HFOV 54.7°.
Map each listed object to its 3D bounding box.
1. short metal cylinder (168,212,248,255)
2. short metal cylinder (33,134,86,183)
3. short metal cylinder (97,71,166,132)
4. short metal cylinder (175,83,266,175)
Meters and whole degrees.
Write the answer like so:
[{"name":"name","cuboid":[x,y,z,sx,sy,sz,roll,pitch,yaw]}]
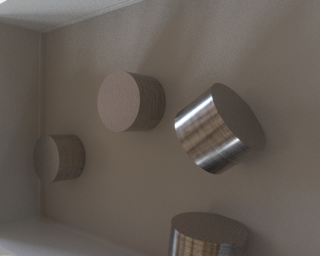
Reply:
[{"name":"short metal cylinder","cuboid":[0.049,0.128,0.329,0.080,0.081,0.050,10,96,39]},{"name":"short metal cylinder","cuboid":[-0.173,0.051,0.530,0.080,0.050,0.079,0,90,39]},{"name":"short metal cylinder","cuboid":[-0.039,-0.035,0.421,0.080,0.050,0.079,0,90,39]},{"name":"short metal cylinder","cuboid":[0.062,0.001,0.319,0.050,0.081,0.080,-39,67,33]}]
